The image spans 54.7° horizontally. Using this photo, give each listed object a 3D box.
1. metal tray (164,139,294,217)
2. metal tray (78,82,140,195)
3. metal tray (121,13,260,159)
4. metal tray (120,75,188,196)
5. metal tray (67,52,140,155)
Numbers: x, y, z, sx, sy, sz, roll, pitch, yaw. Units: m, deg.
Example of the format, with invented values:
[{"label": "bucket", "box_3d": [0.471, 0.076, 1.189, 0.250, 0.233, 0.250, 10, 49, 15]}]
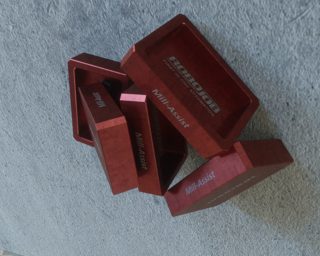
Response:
[{"label": "metal tray", "box_3d": [0.076, 0.059, 0.362, 0.129, 0.091, 0.030, -44, 58, 39]}, {"label": "metal tray", "box_3d": [-0.064, 0.007, 0.371, 0.130, 0.030, 0.089, -131, 29, -57]}, {"label": "metal tray", "box_3d": [0.035, -0.044, 0.317, 0.130, 0.090, 0.030, 47, 143, -6]}, {"label": "metal tray", "box_3d": [-0.001, 0.003, 0.368, 0.030, 0.090, 0.129, 6, 122, 25]}, {"label": "metal tray", "box_3d": [-0.077, -0.029, 0.426, 0.090, 0.030, 0.129, 18, 126, 17]}]
